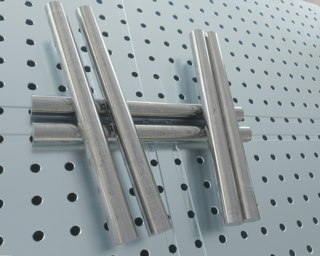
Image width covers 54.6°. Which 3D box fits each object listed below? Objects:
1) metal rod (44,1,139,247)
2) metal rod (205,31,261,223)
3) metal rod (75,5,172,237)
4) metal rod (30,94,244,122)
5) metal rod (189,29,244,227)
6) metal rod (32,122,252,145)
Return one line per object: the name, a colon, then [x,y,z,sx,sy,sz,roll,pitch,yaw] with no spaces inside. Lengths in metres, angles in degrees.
metal rod: [-0.083,-0.022,0.345,0.025,0.025,0.299,-8,66,-32]
metal rod: [0.094,-0.021,0.440,0.025,0.025,0.299,9,58,-24]
metal rod: [-0.050,-0.025,0.364,0.025,0.025,0.299,-8,66,-32]
metal rod: [-0.010,-0.023,0.417,0.302,0.025,0.025,1,62,-28]
metal rod: [0.071,-0.020,0.427,0.025,0.025,0.299,9,58,-24]
metal rod: [-0.002,0.007,0.403,0.302,0.025,0.025,1,62,-28]
